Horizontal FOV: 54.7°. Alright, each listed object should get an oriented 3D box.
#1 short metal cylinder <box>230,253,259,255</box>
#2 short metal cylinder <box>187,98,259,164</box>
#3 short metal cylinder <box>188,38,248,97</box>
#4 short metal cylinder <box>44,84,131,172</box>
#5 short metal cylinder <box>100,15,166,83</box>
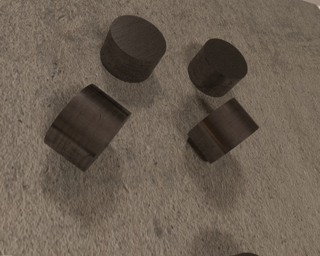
[{"bbox_3d":[0.083,0.178,0.326,0.081,0.050,0.080,14,56,-21],"label":"short metal cylinder"},{"bbox_3d":[0.083,0.004,0.413,0.081,0.080,0.050,-31,79,-38],"label":"short metal cylinder"},{"bbox_3d":[0.092,-0.096,0.499,0.081,0.050,0.080,14,56,-21],"label":"short metal cylinder"},{"bbox_3d":[-0.075,0.000,0.329,0.050,0.080,0.080,38,51,-3],"label":"short metal cylinder"},{"bbox_3d":[-0.038,-0.111,0.436,0.081,0.050,0.080,14,56,-21],"label":"short metal cylinder"}]
